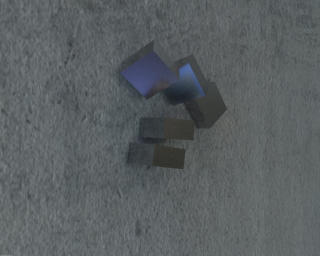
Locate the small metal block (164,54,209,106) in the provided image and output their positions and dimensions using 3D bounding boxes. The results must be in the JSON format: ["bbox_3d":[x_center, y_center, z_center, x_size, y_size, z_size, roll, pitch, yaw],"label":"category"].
[{"bbox_3d":[0.030,-0.063,0.412,0.050,0.050,0.025,58,34,-24],"label":"small metal block"}]

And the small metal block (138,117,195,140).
[{"bbox_3d":[0.008,0.001,0.397,0.050,0.050,0.025,6,87,-40],"label":"small metal block"}]

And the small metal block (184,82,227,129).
[{"bbox_3d":[0.069,-0.034,0.465,0.050,0.025,0.050,-44,117,-31],"label":"small metal block"}]

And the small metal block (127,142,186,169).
[{"bbox_3d":[-0.005,0.035,0.387,0.050,0.050,0.025,12,82,-40],"label":"small metal block"}]

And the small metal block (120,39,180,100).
[{"bbox_3d":[-0.011,-0.070,0.377,0.050,0.050,0.025,44,31,-32],"label":"small metal block"}]
